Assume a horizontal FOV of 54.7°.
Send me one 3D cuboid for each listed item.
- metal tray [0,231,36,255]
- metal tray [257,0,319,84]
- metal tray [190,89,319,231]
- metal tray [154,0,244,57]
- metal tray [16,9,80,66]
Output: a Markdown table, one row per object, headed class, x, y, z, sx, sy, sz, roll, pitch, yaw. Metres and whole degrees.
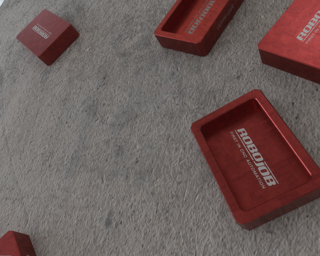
| class | x | y | z | sx | sy | sz | roll | pitch | yaw |
| --- | --- | --- | --- | --- | --- | --- | --- | --- | --- |
| metal tray | -0.185 | 0.204 | 0.373 | 0.090 | 0.030 | 0.130 | -43 | 51 | -2 |
| metal tray | 0.194 | -0.122 | 0.374 | 0.090 | 0.030 | 0.130 | 35 | 81 | 38 |
| metal tray | 0.098 | 0.029 | 0.330 | 0.090 | 0.030 | 0.130 | -29 | 52 | 9 |
| metal tray | 0.062 | -0.176 | 0.475 | 0.090 | 0.030 | 0.130 | 24 | 75 | 36 |
| metal tray | -0.234 | -0.190 | 0.640 | 0.090 | 0.030 | 0.130 | -48 | 51 | -6 |
